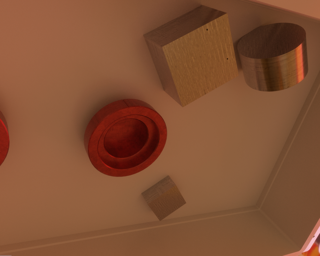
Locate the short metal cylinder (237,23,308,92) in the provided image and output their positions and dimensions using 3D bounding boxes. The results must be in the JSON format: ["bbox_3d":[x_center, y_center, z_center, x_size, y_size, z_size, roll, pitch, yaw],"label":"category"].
[{"bbox_3d":[0.145,-0.092,0.398,0.080,0.080,0.050,-33,129,-8],"label":"short metal cylinder"}]

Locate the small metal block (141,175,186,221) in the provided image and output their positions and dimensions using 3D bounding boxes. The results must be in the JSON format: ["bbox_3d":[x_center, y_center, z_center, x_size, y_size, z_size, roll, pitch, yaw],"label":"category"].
[{"bbox_3d":[0.007,0.110,0.482,0.050,0.025,0.050,-33,129,-7],"label":"small metal block"}]

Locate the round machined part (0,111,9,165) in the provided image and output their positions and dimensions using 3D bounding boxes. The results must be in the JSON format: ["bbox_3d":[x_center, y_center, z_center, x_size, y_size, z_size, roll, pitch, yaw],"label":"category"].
[{"bbox_3d":[-0.198,0.005,0.293,0.099,0.042,0.097,-14,125,-21],"label":"round machined part"}]

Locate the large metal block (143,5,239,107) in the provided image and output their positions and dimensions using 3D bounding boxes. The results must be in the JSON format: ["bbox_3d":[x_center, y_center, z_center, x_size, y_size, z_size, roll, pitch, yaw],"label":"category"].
[{"bbox_3d":[0.038,-0.084,0.363,0.080,0.050,0.080,-30,129,-9],"label":"large metal block"}]

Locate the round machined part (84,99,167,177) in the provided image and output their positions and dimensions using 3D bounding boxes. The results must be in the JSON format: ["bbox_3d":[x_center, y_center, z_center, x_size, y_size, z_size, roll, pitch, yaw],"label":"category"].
[{"bbox_3d":[-0.044,0.008,0.380,0.099,0.042,0.097,-14,125,-21],"label":"round machined part"}]
